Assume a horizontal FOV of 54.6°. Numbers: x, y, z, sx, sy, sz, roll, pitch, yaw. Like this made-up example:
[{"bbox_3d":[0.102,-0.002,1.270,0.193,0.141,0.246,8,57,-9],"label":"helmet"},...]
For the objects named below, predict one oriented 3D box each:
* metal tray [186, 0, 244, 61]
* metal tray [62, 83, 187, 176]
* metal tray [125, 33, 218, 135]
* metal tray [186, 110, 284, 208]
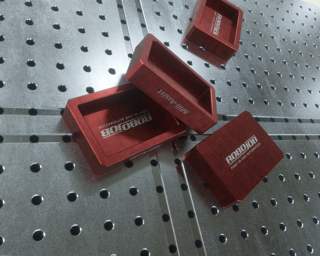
[{"bbox_3d":[0.106,-0.195,0.580,0.090,0.030,0.130,26,53,-12],"label":"metal tray"},{"bbox_3d":[-0.041,-0.008,0.387,0.131,0.030,0.090,-23,74,-36],"label":"metal tray"},{"bbox_3d":[0.020,-0.060,0.418,0.130,0.030,0.090,36,34,-21],"label":"metal tray"},{"bbox_3d":[0.110,0.039,0.439,0.131,0.030,0.090,-31,79,-38],"label":"metal tray"}]
